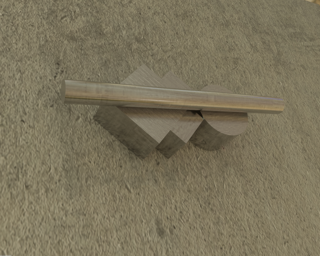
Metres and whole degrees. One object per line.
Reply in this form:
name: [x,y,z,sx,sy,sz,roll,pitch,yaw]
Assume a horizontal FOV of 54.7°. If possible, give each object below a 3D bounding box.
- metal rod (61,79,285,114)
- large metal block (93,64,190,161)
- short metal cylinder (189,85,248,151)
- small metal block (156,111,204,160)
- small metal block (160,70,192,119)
metal rod: [0.037,-0.034,0.379,0.303,0.025,0.025,1,62,-28]
large metal block: [-0.021,-0.021,0.388,0.080,0.050,0.080,41,51,-1]
short metal cylinder: [0.076,-0.014,0.437,0.081,0.050,0.080,14,56,-21]
small metal block: [0.023,0.007,0.399,0.025,0.050,0.050,41,51,-1]
small metal block: [0.015,-0.042,0.424,0.050,0.050,0.025,41,51,-1]
